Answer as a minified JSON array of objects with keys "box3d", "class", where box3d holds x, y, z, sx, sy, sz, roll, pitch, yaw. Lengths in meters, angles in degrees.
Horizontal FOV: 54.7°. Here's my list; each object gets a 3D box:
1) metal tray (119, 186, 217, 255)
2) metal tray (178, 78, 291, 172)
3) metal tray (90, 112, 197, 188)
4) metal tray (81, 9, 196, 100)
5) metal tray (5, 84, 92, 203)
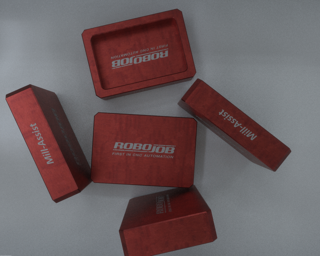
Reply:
[{"box3d":[0.007,0.101,0.356,0.091,0.130,0.030,-12,91,-1],"class":"metal tray"},{"box3d":[0.084,-0.004,0.377,0.130,0.090,0.030,38,91,-1],"class":"metal tray"},{"box3d":[-0.020,0.028,0.406,0.131,0.030,0.089,3,90,-1],"class":"metal tray"},{"box3d":[-0.027,-0.095,0.407,0.131,0.030,0.089,-13,90,-1],"class":"metal tray"},{"box3d":[-0.127,0.017,0.375,0.030,0.090,0.129,-25,91,-1],"class":"metal tray"}]
